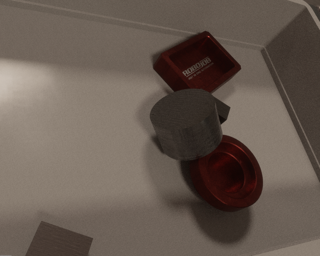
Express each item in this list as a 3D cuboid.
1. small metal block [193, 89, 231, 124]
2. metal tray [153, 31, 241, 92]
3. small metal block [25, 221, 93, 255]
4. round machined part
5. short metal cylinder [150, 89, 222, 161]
[{"bbox_3d":[0.062,-0.021,0.438,0.050,0.050,0.025,32,52,-8],"label":"small metal block"},{"bbox_3d":[0.063,-0.098,0.498,0.090,0.030,0.131,49,51,5],"label":"metal tray"},{"bbox_3d":[-0.096,0.120,0.282,0.050,0.025,0.050,25,53,-13],"label":"small metal block"},{"bbox_3d":[0.081,0.061,0.403,0.099,0.042,0.098,14,56,-21],"label":"round machined part"},{"bbox_3d":[0.033,-0.006,0.386,0.080,0.080,0.050,-58,140,-39],"label":"short metal cylinder"}]
